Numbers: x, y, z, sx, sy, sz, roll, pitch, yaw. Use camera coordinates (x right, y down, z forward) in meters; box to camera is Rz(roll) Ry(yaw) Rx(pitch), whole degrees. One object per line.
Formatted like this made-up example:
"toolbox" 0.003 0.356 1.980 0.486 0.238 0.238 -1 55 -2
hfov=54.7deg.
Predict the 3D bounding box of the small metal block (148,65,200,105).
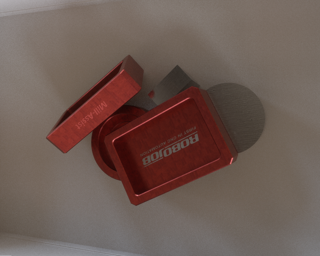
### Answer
"small metal block" 0.019 -0.048 0.388 0.050 0.050 0.025 -44 77 13

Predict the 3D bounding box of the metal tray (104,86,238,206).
"metal tray" 0.009 0.022 0.352 0.130 0.030 0.090 -28 80 22

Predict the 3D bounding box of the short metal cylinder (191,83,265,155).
"short metal cylinder" 0.082 -0.010 0.366 0.080 0.050 0.079 0 90 19

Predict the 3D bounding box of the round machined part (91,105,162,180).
"round machined part" -0.038 0.019 0.413 0.098 0.042 0.097 0 90 19

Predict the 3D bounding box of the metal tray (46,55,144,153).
"metal tray" -0.080 -0.033 0.400 0.130 0.090 0.030 -38 110 15
